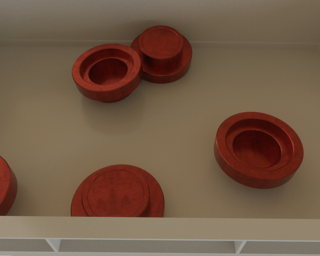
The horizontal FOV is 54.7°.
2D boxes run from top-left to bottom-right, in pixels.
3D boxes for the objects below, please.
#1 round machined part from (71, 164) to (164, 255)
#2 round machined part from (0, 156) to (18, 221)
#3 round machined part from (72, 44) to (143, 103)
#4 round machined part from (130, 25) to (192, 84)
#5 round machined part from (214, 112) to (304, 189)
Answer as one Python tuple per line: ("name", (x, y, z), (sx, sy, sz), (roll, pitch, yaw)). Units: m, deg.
("round machined part", (-0.045, 0.079, 0.327), (0.099, 0.042, 0.098), (0, 50, 0))
("round machined part", (-0.202, 0.075, 0.329), (0.099, 0.042, 0.098), (0, 50, 0))
("round machined part", (-0.074, -0.075, 0.452), (0.099, 0.042, 0.098), (-3, 54, 4))
("round machined part", (0.001, -0.121, 0.484), (0.099, 0.042, 0.098), (0, 62, 0))
("round machined part", (0.114, 0.030, 0.370), (0.099, 0.042, 0.098), (0, 50, 0))
